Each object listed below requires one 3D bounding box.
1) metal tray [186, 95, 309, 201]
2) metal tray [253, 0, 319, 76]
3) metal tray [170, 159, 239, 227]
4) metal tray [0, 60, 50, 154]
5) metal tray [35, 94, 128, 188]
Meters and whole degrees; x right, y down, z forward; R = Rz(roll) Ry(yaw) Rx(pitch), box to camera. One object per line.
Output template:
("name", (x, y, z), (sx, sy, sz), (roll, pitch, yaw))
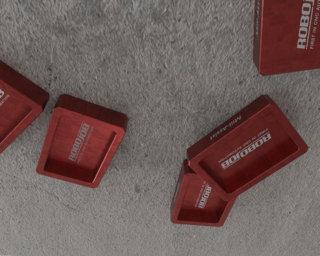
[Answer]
("metal tray", (0.112, 0.030, 0.406), (0.130, 0.030, 0.090), (-38, 113, 15))
("metal tray", (0.142, -0.119, 0.304), (0.090, 0.030, 0.129), (-7, 130, 6))
("metal tray", (0.071, 0.107, 0.495), (0.091, 0.030, 0.129), (6, 130, -6))
("metal tray", (-0.213, -0.022, 0.383), (0.130, 0.030, 0.090), (-37, 122, 27))
("metal tray", (-0.109, 0.024, 0.422), (0.091, 0.030, 0.129), (19, 128, -16))
